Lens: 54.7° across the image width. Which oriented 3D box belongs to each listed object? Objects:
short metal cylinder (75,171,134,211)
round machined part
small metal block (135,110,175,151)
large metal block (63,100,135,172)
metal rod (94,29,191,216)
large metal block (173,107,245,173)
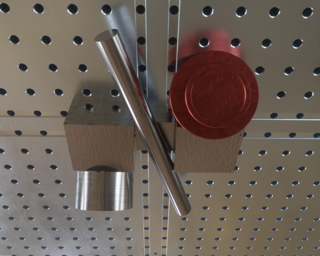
[{"bbox_3d":[-0.078,0.087,0.440,0.081,0.050,0.080,1,173,0],"label":"short metal cylinder"},{"bbox_3d":[0.060,-0.035,0.339,0.099,0.042,0.097,0,95,-1],"label":"round machined part"},{"bbox_3d":[-0.006,0.004,0.415,0.050,0.025,0.050,0,130,-1],"label":"small metal block"},{"bbox_3d":[-0.073,0.011,0.405,0.081,0.050,0.079,1,130,-2],"label":"large metal block"},{"bbox_3d":[-0.008,0.018,0.393,0.025,0.025,0.299,-14,129,11],"label":"metal rod"},{"bbox_3d":[0.059,0.013,0.408,0.081,0.050,0.079,1,130,-1],"label":"large metal block"}]
